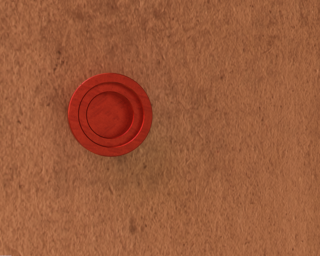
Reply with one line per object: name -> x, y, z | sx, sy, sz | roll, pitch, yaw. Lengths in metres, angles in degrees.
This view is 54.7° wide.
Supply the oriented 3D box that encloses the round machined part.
round machined part -> -0.062, -0.016, 0.378 | 0.099, 0.042, 0.097 | 0, 90, -21
